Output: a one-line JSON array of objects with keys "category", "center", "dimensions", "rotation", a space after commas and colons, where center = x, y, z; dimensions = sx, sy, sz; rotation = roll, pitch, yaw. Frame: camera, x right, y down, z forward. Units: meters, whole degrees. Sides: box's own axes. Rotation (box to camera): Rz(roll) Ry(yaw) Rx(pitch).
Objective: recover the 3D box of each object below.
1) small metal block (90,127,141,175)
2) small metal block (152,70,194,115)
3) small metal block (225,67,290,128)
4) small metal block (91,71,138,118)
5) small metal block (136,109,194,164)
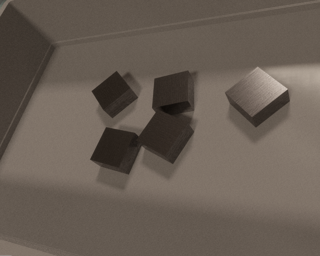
[{"category": "small metal block", "center": [-0.058, 0.030, 0.416], "dimensions": [0.050, 0.025, 0.050], "rotation": [10, 67, 32]}, {"category": "small metal block", "center": [0.019, -0.046, 0.423], "dimensions": [0.050, 0.025, 0.050], "rotation": [-10, 57, 22]}, {"category": "small metal block", "center": [0.115, -0.037, 0.368], "dimensions": [0.050, 0.025, 0.050], "rotation": [-38, 51, 2]}, {"category": "small metal block", "center": [-0.069, -0.051, 0.472], "dimensions": [0.050, 0.025, 0.050], "rotation": [-39, 51, 1]}, {"category": "small metal block", "center": [0.007, 0.010, 0.395], "dimensions": [0.050, 0.025, 0.050], "rotation": [26, 75, 36]}]
